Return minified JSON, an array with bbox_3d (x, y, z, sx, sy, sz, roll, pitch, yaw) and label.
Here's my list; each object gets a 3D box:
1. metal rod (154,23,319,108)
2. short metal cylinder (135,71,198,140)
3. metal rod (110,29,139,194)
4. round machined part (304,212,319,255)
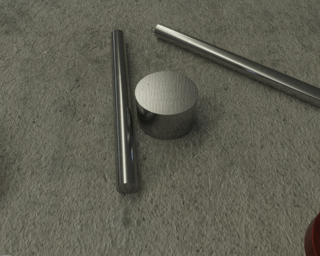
[{"bbox_3d":[0.118,-0.105,0.492,0.300,0.025,0.025,30,56,22],"label":"metal rod"},{"bbox_3d":[0.009,-0.030,0.413,0.081,0.050,0.080,0,50,0],"label":"short metal cylinder"},{"bbox_3d":[-0.055,-0.046,0.441,0.025,0.025,0.300,-5,50,-5],"label":"metal rod"},{"bbox_3d":[0.186,0.123,0.291,0.099,0.042,0.098,0,50,0],"label":"round machined part"}]
